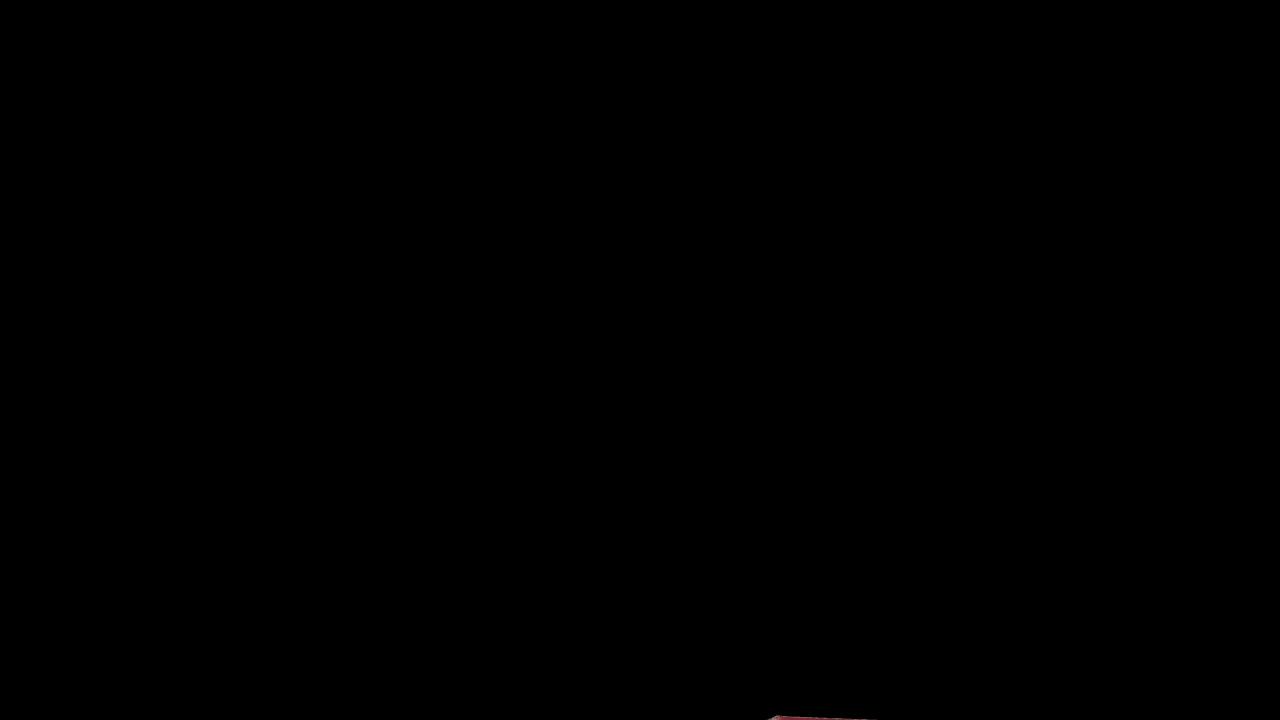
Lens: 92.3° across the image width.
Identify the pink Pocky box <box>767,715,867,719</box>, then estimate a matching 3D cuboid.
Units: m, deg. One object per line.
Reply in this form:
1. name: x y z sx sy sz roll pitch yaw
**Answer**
1. pink Pocky box: 0.140 0.266 0.417 0.155 0.029 0.084 13 -41 -18
